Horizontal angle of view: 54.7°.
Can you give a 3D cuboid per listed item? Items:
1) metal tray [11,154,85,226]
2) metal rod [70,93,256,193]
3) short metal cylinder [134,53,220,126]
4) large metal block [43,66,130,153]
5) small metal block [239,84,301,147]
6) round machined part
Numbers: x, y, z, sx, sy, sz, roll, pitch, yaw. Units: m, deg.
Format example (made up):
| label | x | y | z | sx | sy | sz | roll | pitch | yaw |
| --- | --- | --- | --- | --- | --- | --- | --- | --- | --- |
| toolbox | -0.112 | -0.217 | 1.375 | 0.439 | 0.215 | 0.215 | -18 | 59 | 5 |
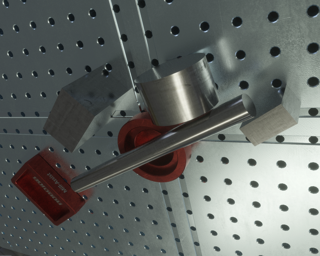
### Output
| label | x | y | z | sx | sy | sz | roll | pitch | yaw |
| --- | --- | --- | --- | --- | --- | --- | --- | --- | --- |
| metal tray | -0.217 | 0.122 | 0.598 | 0.130 | 0.030 | 0.090 | 48 | 129 | -6 |
| metal rod | -0.021 | 0.033 | 0.387 | 0.299 | 0.025 | 0.025 | -27 | 104 | 37 |
| short metal cylinder | 0.019 | -0.043 | 0.339 | 0.080 | 0.080 | 0.050 | -9 | 114 | 32 |
| large metal block | -0.097 | -0.025 | 0.411 | 0.050 | 0.080 | 0.080 | 41 | 129 | 0 |
| small metal block | 0.116 | -0.014 | 0.325 | 0.025 | 0.050 | 0.050 | 48 | 129 | -6 |
| round machined part | -0.004 | 0.021 | 0.415 | 0.098 | 0.042 | 0.097 | 13 | 124 | 21 |
